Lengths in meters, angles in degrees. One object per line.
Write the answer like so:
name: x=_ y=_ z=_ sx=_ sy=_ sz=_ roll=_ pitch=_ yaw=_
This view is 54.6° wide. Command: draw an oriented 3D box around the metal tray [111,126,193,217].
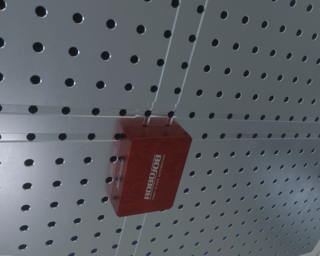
metal tray: x=-0.014 y=0.061 z=0.438 sx=0.091 sy=0.030 sz=0.129 roll=-1 pitch=119 yaw=-28
